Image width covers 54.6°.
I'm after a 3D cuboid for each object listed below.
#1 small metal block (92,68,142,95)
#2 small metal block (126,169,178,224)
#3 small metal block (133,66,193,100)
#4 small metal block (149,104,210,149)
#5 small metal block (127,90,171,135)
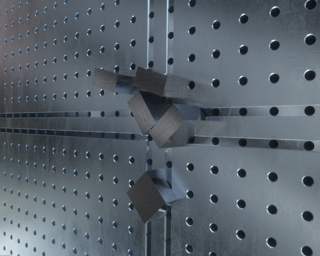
[{"bbox_3d":[-0.060,-0.066,0.444,0.050,0.050,0.025,21,104,38],"label":"small metal block"},{"bbox_3d":[-0.012,0.092,0.420,0.050,0.025,0.050,-50,61,28],"label":"small metal block"},{"bbox_3d":[0.004,-0.056,0.391,0.050,0.050,0.025,25,106,37],"label":"small metal block"},{"bbox_3d":[0.023,-0.002,0.375,0.050,0.050,0.025,-49,61,29],"label":"small metal block"},{"bbox_3d":[-0.007,-0.019,0.400,0.025,0.050,0.050,-41,65,32],"label":"small metal block"}]
